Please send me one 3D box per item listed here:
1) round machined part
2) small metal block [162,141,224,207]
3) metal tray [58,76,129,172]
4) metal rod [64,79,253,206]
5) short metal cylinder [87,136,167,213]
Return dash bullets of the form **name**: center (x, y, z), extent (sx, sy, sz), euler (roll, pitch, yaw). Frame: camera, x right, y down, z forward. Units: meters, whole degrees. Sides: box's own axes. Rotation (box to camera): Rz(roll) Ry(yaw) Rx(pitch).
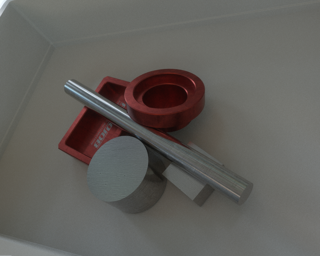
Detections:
- **round machined part**: center (0.007, -0.032, 0.391), extent (0.099, 0.042, 0.098), euler (-4, 41, 4)
- **small metal block**: center (0.040, 0.051, 0.350), extent (0.050, 0.025, 0.050), euler (-49, 52, -7)
- **metal tray**: center (-0.075, -0.007, 0.441), extent (0.090, 0.030, 0.130), euler (20, 72, 35)
- **metal rod**: center (-0.025, 0.001, 0.378), extent (0.300, 0.025, 0.025), euler (30, 78, 35)
- **short metal cylinder**: center (-0.039, 0.056, 0.371), extent (0.080, 0.050, 0.080), euler (-13, 56, 20)
